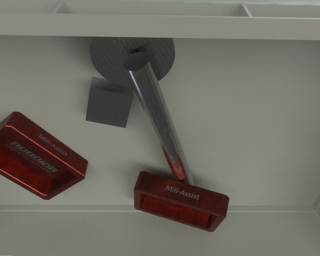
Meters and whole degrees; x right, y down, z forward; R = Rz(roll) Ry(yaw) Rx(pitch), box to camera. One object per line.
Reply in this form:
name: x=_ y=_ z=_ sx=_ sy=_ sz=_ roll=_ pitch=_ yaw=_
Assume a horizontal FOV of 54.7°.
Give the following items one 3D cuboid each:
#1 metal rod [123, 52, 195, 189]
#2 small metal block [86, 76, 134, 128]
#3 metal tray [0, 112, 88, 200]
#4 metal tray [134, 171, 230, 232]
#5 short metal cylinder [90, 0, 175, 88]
metal rod: x=0.016 y=0.028 z=0.395 sx=0.025 sy=0.025 sz=0.299 roll=-12 pitch=141 yaw=9
small metal block: x=-0.062 y=-0.031 z=0.382 sx=0.050 sy=0.025 sz=0.050 roll=11 pitch=129 yaw=-10
metal tray: x=-0.181 y=0.045 z=0.441 sx=0.090 sy=0.030 sz=0.130 roll=-32 pitch=124 yaw=23
metal tray: x=0.028 y=0.112 z=0.463 sx=0.131 sy=0.030 sz=0.090 roll=16 pitch=148 yaw=5
short metal cylinder: x=-0.027 y=-0.087 z=0.312 sx=0.081 sy=0.050 sz=0.080 roll=-2 pitch=137 yaw=-1
